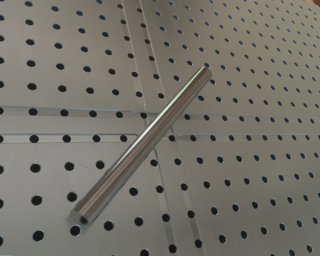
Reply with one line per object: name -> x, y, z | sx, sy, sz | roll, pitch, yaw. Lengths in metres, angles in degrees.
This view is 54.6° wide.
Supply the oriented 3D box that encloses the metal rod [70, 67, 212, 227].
metal rod -> -0.004, 0.002, 0.404 | 0.025, 0.025, 0.301 | 41, 51, -1
